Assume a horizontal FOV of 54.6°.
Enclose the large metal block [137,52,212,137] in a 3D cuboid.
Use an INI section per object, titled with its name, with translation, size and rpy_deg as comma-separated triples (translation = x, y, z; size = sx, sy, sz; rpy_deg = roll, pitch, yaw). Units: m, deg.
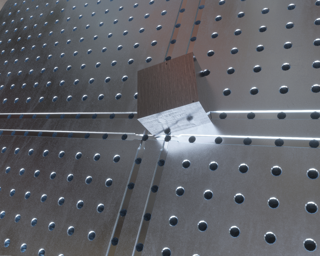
[large metal block]
translation = 0.017, -0.043, 0.410
size = 0.080, 0.050, 0.080
rpy_deg = -15, 55, 19
